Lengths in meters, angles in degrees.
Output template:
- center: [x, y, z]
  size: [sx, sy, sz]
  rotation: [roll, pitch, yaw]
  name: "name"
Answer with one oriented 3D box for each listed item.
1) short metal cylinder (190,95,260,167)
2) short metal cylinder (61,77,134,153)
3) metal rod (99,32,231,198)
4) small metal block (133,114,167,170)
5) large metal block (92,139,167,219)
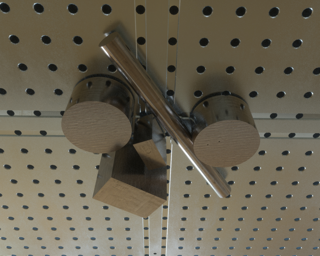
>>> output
- center: [0.081, 0.005, 0.395]
  size: [0.081, 0.050, 0.079]
  rotation: [0, 130, 0]
  name: "short metal cylinder"
- center: [-0.073, -0.015, 0.377]
  size: [0.081, 0.050, 0.079]
  rotation: [0, 130, 0]
  name: "short metal cylinder"
- center: [0.024, 0.003, 0.410]
  size: [0.025, 0.025, 0.300]
  rotation: [-25, 126, 20]
  name: "metal rod"
- center: [-0.012, 0.018, 0.405]
  size: [0.025, 0.050, 0.050]
  rotation: [-17, 128, 13]
  name: "small metal block"
- center: [-0.038, 0.065, 0.425]
  size: [0.080, 0.080, 0.050]
  rotation: [28, 125, -21]
  name: "large metal block"
